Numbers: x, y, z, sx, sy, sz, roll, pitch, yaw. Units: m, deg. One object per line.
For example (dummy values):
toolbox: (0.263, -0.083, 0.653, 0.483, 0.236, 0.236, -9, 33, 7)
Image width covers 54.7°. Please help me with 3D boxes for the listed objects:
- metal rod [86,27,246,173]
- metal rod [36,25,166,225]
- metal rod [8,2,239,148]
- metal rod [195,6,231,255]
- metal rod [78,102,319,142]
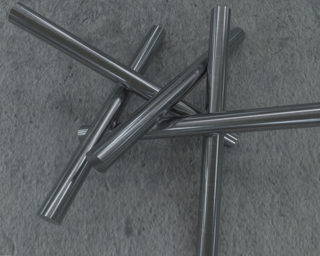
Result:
metal rod: (0.028, -0.053, 0.374, 0.025, 0.025, 0.302, 37, 53, 12)
metal rod: (-0.056, -0.026, 0.381, 0.025, 0.025, 0.300, 20, 58, 7)
metal rod: (-0.034, -0.057, 0.375, 0.301, 0.025, 0.025, 29, 72, -11)
metal rod: (0.065, 0.002, 0.371, 0.025, 0.025, 0.298, 4, 84, 1)
metal rod: (0.040, -0.003, 0.353, 0.301, 0.025, 0.025, -5, 69, 20)
